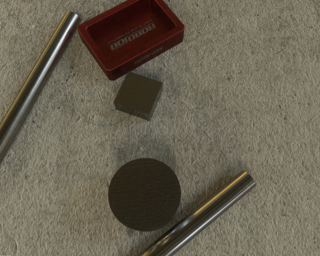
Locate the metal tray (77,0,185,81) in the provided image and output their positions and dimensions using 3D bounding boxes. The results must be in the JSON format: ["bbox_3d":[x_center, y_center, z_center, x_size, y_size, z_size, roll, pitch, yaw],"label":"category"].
[{"bbox_3d":[-0.041,-0.139,0.455,0.131,0.030,0.090,-32,73,-11],"label":"metal tray"}]

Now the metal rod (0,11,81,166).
[{"bbox_3d":[-0.183,-0.036,0.419,0.025,0.025,0.300,19,71,7],"label":"metal rod"}]

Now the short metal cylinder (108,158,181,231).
[{"bbox_3d":[-0.017,0.080,0.365,0.081,0.050,0.080,0,70,0],"label":"short metal cylinder"}]

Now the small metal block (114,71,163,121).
[{"bbox_3d":[-0.029,-0.043,0.424,0.050,0.025,0.050,20,71,7],"label":"small metal block"}]

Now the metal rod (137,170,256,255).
[{"bbox_3d":[-0.009,0.149,0.353,0.301,0.025,0.025,-36,74,-12],"label":"metal rod"}]
